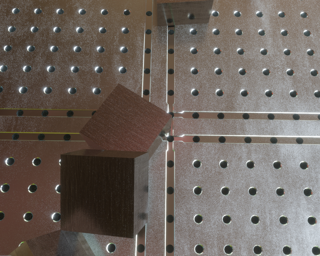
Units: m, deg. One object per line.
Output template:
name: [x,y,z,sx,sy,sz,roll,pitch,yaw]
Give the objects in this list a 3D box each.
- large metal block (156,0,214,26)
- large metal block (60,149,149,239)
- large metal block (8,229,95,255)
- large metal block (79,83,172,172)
large metal block: [0.033,-0.207,0.474,0.080,0.050,0.080,-5,70,-2]
large metal block: [-0.058,0.067,0.337,0.080,0.050,0.080,1,93,14]
large metal block: [-0.124,0.149,0.315,0.080,0.080,0.050,-39,74,10]
large metal block: [-0.041,0.004,0.397,0.080,0.050,0.080,32,73,11]
